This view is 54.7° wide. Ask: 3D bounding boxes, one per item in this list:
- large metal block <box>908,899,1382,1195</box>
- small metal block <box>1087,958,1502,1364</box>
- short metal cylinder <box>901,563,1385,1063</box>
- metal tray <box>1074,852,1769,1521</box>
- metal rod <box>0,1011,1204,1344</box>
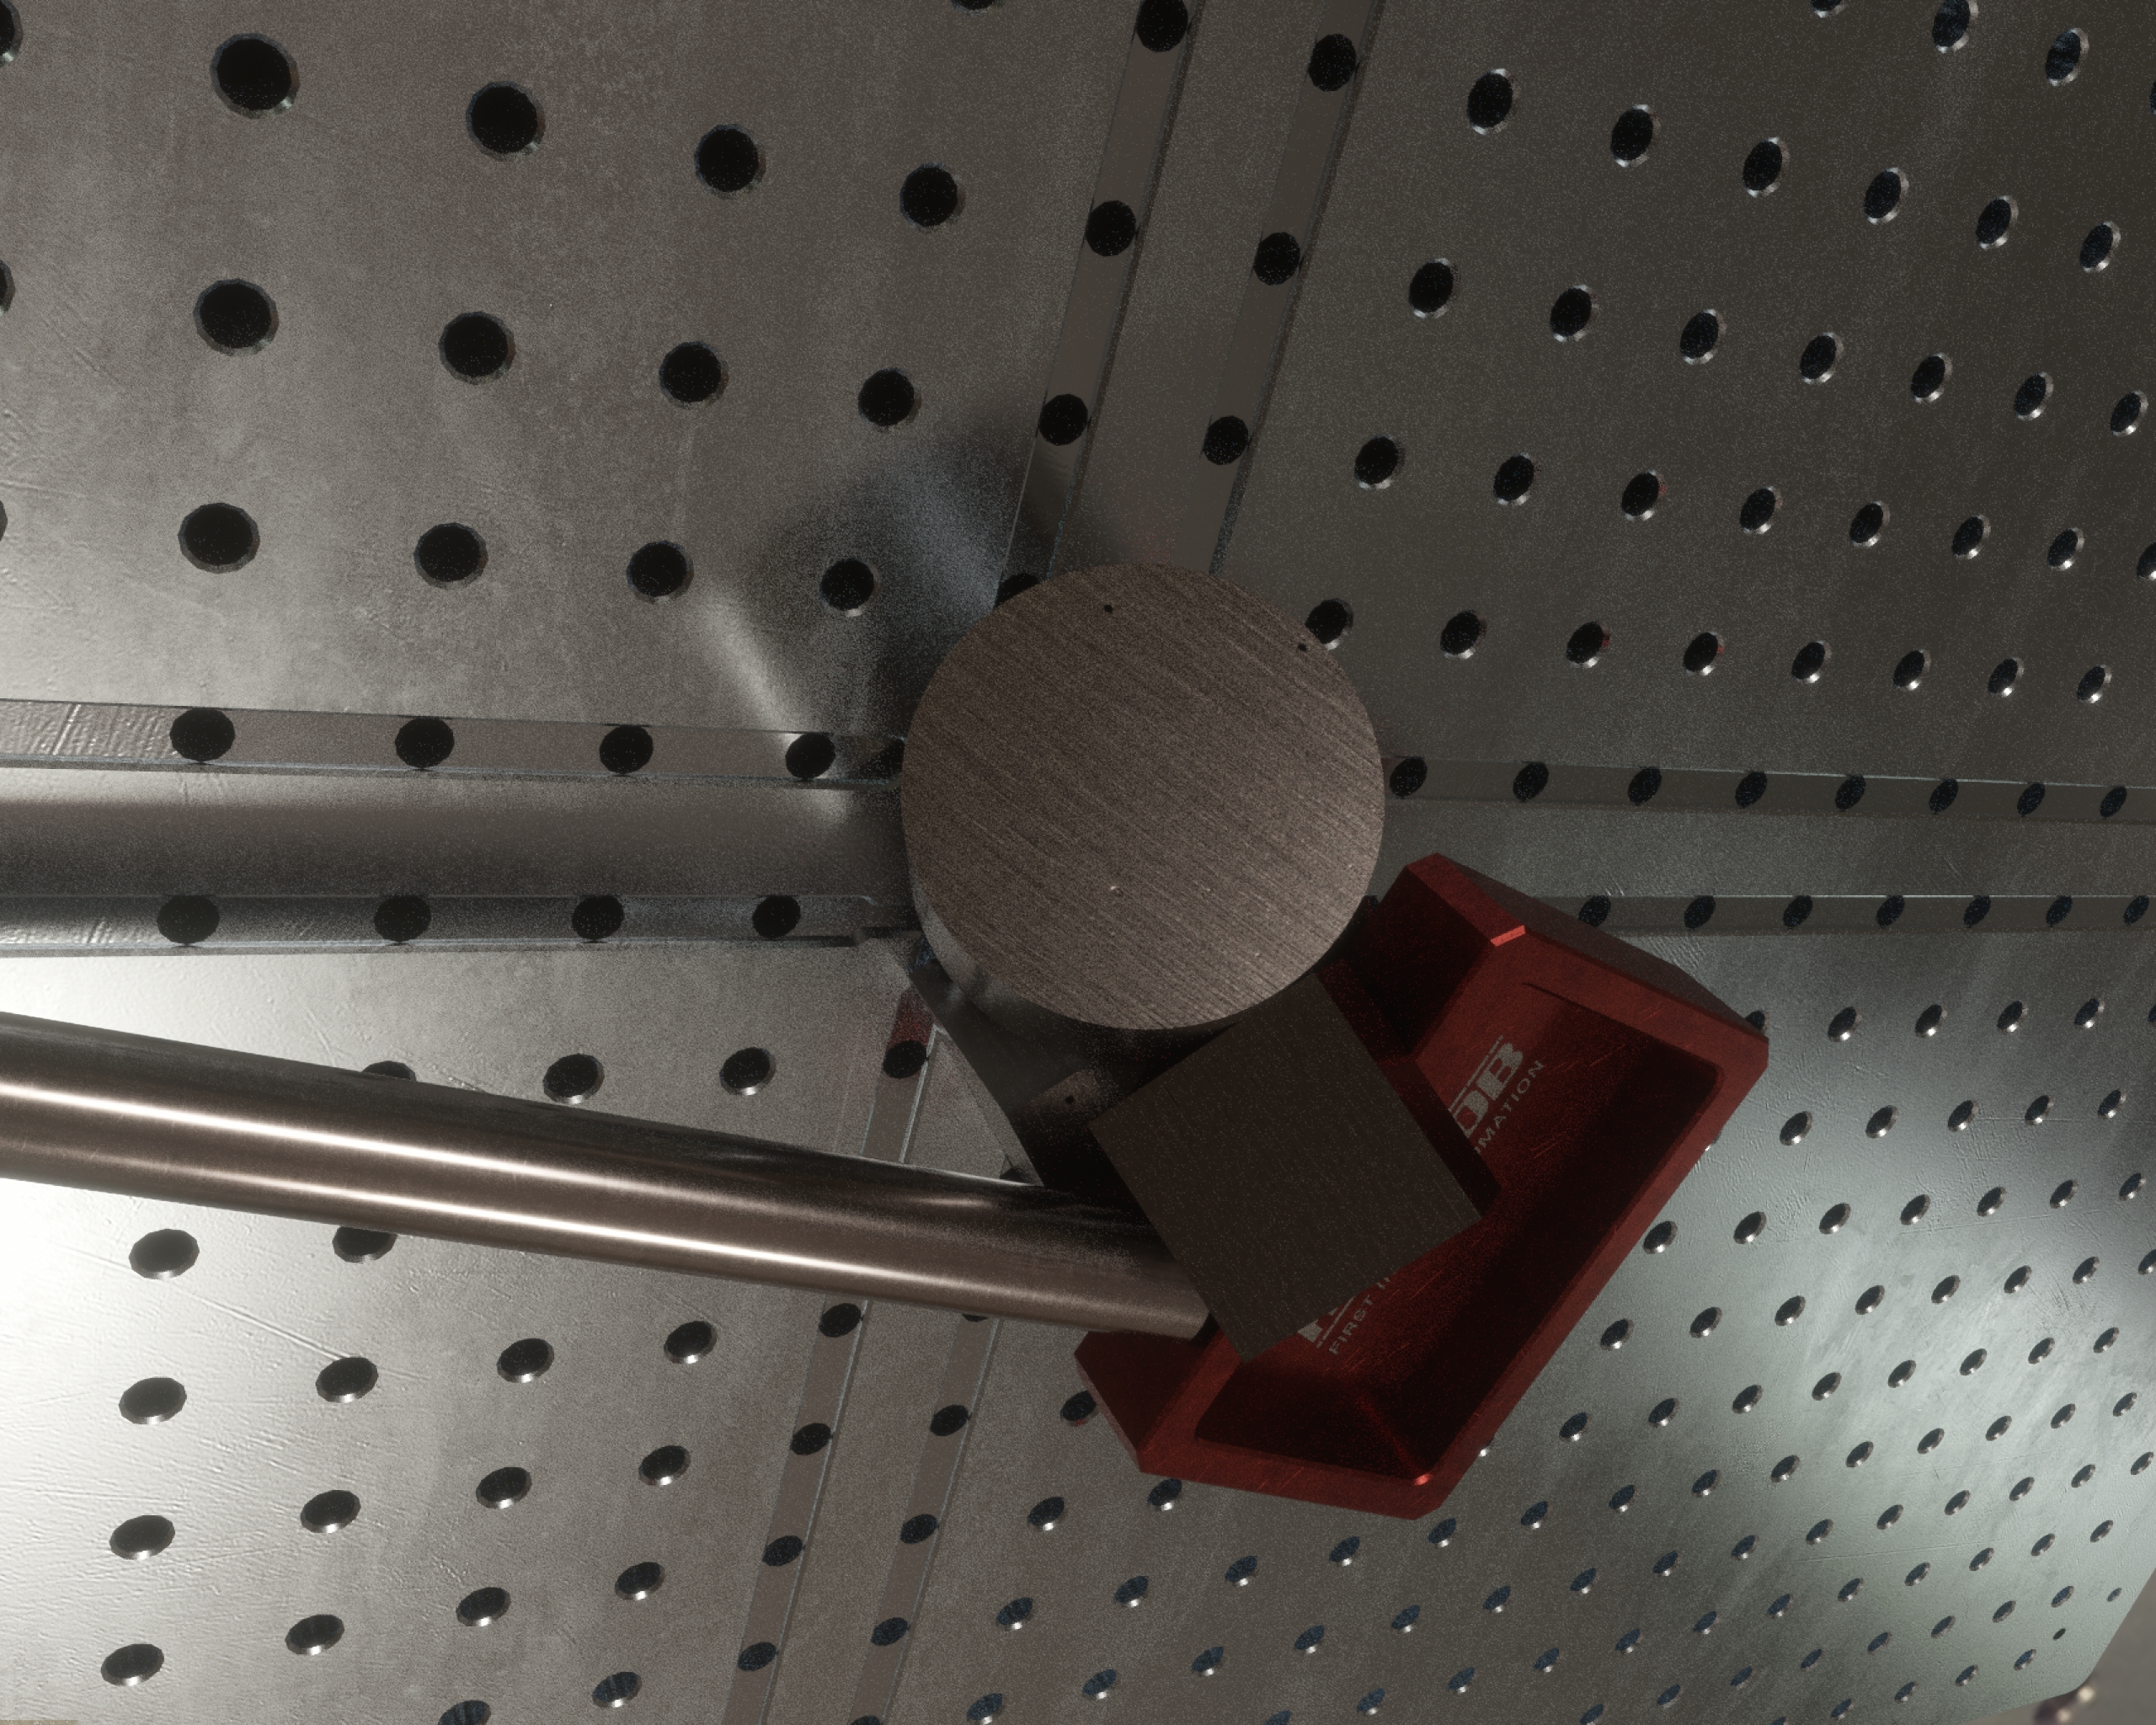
[{"bbox_3d":[0.023,0.043,0.434,0.080,0.050,0.080,-31,129,-9],"label":"large metal block"},{"bbox_3d":[0.039,0.053,0.373,0.050,0.050,0.025,-36,172,17],"label":"small metal block"},{"bbox_3d":[0.010,-0.007,0.370,0.080,0.080,0.050,-31,171,-9],"label":"short metal cylinder"},{"bbox_3d":[0.070,0.070,0.423,0.091,0.030,0.129,23,106,-37],"label":"metal tray"},{"bbox_3d":[-0.116,0.047,0.340,0.302,0.025,0.025,13,112,-22],"label":"metal rod"}]
